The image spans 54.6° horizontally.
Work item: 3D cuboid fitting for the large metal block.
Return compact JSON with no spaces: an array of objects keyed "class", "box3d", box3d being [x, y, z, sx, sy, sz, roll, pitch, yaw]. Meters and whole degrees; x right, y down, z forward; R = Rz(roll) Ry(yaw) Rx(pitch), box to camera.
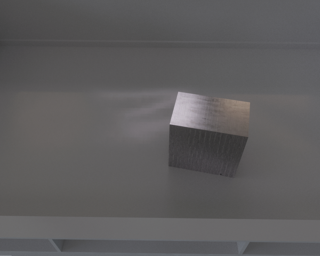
[{"class":"large metal block","box3d":[0.055,0.009,0.362,0.080,0.080,0.050,9,51,8]}]
